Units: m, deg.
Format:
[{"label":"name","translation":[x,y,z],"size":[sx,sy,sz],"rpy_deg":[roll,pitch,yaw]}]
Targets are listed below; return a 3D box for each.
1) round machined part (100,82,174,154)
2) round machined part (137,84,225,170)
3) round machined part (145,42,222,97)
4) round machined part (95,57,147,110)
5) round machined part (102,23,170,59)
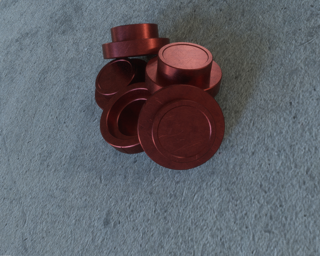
[{"label":"round machined part","translation":[-0.027,-0.009,0.413],"size":[0.098,0.042,0.098],"rpy_deg":[-13,56,20]},{"label":"round machined part","translation":[0.024,0.001,0.345],"size":[0.098,0.098,0.042],"rpy_deg":[-37,10,3]},{"label":"round machined part","translation":[0.031,-0.075,0.395],"size":[0.099,0.042,0.098],"rpy_deg":[2,43,-2]},{"label":"round machined part","translation":[-0.057,-0.067,0.465],"size":[0.098,0.042,0.098],"rpy_deg":[-13,56,20]},{"label":"round machined part","translation":[-0.035,-0.126,0.451],"size":[0.098,0.099,0.042],"rpy_deg":[1,104,28]}]
